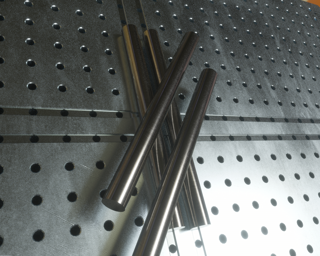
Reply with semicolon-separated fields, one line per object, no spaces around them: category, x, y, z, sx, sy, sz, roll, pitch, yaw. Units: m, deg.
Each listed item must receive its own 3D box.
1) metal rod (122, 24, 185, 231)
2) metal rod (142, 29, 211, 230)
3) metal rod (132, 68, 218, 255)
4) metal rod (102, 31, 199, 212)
metal rod;-0.015;-0.018;0.411;0.025;0.025;0.299;1;61;-28
metal rod;0.016;-0.016;0.426;0.025;0.025;0.299;1;61;-28
metal rod;0.027;0.029;0.372;0.025;0.025;0.301;30;52;-9
metal rod;0.002;-0.033;0.397;0.025;0.025;0.301;31;52;-9
